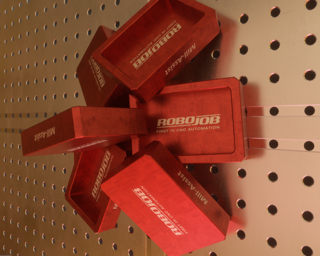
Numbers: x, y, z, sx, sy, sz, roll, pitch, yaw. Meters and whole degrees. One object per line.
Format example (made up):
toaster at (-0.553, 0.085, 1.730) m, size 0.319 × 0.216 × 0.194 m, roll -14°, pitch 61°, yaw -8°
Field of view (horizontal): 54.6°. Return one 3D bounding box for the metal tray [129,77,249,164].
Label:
metal tray at (0.031, -0.005, 0.358) m, size 0.130 × 0.030 × 0.090 m, roll -4°, pitch 87°, yaw 22°

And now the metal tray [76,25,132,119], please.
metal tray at (-0.079, -0.078, 0.451) m, size 0.090 × 0.030 × 0.130 m, roll -53°, pitch 44°, yaw 27°

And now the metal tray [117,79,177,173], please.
metal tray at (-0.023, 0.000, 0.426) m, size 0.090 × 0.030 × 0.129 m, roll -6°, pitch 84°, yaw 38°

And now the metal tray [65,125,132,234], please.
metal tray at (-0.084, 0.068, 0.437) m, size 0.090 × 0.030 × 0.129 m, roll 33°, pitch 111°, yaw 35°

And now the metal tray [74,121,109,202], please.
metal tray at (-0.096, 0.052, 0.487) m, size 0.090 × 0.030 × 0.129 m, roll -5°, pitch 86°, yaw 39°

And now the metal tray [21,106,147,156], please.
metal tray at (-0.090, 0.006, 0.358) m, size 0.130 × 0.091 × 0.030 m, roll -16°, pitch 80°, yaw 43°

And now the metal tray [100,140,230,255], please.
metal tray at (0.005, 0.086, 0.359) m, size 0.090 × 0.030 × 0.130 m, roll -36°, pitch 101°, yaw 35°

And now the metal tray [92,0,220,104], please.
metal tray at (-0.006, -0.101, 0.368) m, size 0.130 × 0.030 × 0.090 m, roll -45°, pitch 57°, yaw -7°
